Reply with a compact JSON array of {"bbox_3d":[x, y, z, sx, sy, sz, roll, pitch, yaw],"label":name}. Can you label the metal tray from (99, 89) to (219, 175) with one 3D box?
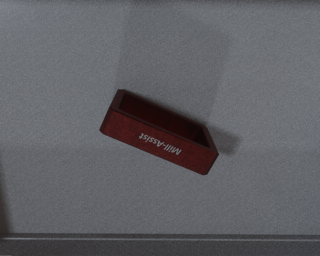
[{"bbox_3d":[0.000,0.002,0.374,0.131,0.090,0.030,23,108,-9],"label":"metal tray"}]
